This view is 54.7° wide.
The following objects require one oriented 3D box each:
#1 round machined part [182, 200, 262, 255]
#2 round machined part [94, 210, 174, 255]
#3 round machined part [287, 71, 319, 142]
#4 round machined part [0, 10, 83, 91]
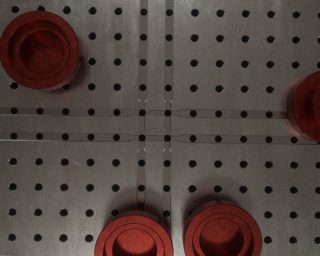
[{"bbox_3d":[0.079,0.143,0.406,0.099,0.042,0.097,0,90,-1],"label":"round machined part"},{"bbox_3d":[-0.032,0.156,0.405,0.099,0.042,0.097,0,90,-1],"label":"round machined part"},{"bbox_3d":[0.225,-0.029,0.408,0.099,0.042,0.097,0,90,-1],"label":"round machined part"},{"bbox_3d":[-0.150,-0.097,0.403,0.099,0.042,0.097,0,90,-1],"label":"round machined part"}]
